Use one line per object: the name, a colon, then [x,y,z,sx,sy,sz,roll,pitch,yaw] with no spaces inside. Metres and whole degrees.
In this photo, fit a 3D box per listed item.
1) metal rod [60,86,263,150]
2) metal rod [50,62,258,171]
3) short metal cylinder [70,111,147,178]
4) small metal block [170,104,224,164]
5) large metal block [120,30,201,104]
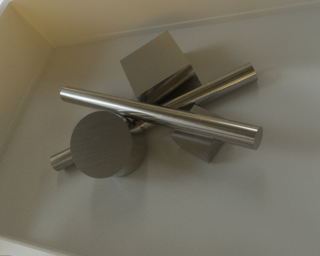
metal rod: [-0.022,-0.021,0.395,0.300,0.025,0.025,15,69,33]
metal rod: [-0.017,-0.010,0.417,0.301,0.025,0.025,-24,53,12]
short metal cylinder: [-0.063,0.022,0.388,0.080,0.050,0.080,-2,83,16]
small metal block: [0.050,0.006,0.370,0.050,0.025,0.050,30,78,37]
large metal block: [0.000,-0.076,0.432,0.080,0.050,0.080,-31,52,8]
